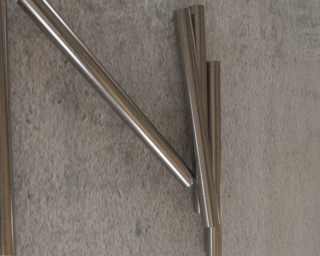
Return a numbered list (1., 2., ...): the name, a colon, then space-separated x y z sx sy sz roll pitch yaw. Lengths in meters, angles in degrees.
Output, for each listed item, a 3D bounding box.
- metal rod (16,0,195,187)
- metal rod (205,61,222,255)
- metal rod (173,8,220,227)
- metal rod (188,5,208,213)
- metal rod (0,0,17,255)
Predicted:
1. metal rod: -0.044 -0.027 0.369 0.300 0.025 0.025 50 60 -29
2. metal rod: 0.081 0.049 0.475 0.025 0.025 0.298 -1 91 -40
3. metal rod: 0.050 -0.015 0.430 0.025 0.025 0.298 -7 89 -40
4. metal rod: 0.058 -0.026 0.455 0.025 0.025 0.298 -3 92 -40
5. metal rod: -0.148 0.007 0.281 0.025 0.025 0.298 -3 92 -40
